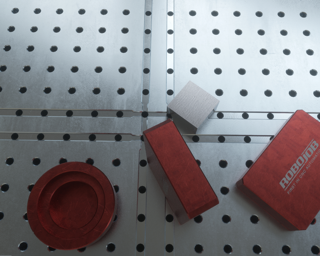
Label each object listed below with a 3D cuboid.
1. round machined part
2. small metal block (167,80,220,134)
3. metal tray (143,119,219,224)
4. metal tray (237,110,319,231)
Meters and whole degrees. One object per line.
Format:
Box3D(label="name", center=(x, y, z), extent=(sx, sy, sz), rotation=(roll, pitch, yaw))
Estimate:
Box3D(label="round machined part", center=(-0.100, 0.092, 0.368), extent=(0.099, 0.042, 0.098), rotation=(0, 70, 0))
Box3D(label="small metal block", center=(0.045, -0.028, 0.422), extent=(0.050, 0.025, 0.050), rotation=(37, 74, 12))
Box3D(label="metal tray", center=(0.018, 0.055, 0.336), extent=(0.030, 0.130, 0.090), rotation=(-26, 72, -9))
Box3D(label="metal tray", center=(0.173, 0.051, 0.391), extent=(0.090, 0.030, 0.130), rotation=(40, 75, 13))
